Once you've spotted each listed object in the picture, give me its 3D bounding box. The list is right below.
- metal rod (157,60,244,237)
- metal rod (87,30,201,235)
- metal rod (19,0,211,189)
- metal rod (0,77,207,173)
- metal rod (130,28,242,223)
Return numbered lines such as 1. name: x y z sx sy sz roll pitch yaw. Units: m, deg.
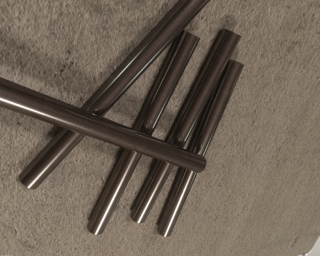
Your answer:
1. metal rod: 0.053 0.043 0.464 0.025 0.025 0.298 5 116 -31
2. metal rod: -0.029 0.017 0.403 0.025 0.025 0.298 15 111 -35
3. metal rod: -0.051 -0.046 0.351 0.300 0.025 0.025 -47 130 4
4. metal rod: -0.055 0.004 0.346 0.302 0.025 0.025 23 106 -37
5. metal rod: 0.028 0.009 0.429 0.025 0.025 0.298 13 111 -34
